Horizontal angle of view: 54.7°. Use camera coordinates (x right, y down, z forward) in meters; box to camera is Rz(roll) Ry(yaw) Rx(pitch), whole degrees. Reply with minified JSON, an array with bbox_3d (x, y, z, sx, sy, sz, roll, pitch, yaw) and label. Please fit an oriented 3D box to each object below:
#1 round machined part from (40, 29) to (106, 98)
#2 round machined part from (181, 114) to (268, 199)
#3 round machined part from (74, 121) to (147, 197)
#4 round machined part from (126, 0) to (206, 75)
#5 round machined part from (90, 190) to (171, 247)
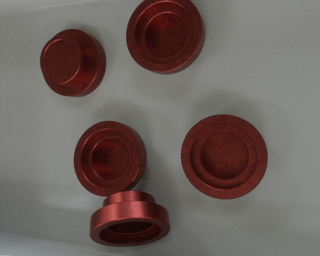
[{"bbox_3d":[-0.131,-0.094,0.446,0.098,0.042,0.097,0,90,19],"label":"round machined part"},{"bbox_3d":[0.078,0.033,0.374,0.098,0.042,0.097,0,90,19],"label":"round machined part"},{"bbox_3d":[-0.062,0.042,0.417,0.098,0.042,0.097,-3,80,20],"label":"round machined part"},{"bbox_3d":[0.010,-0.117,0.397,0.098,0.042,0.097,0,90,19],"label":"round machined part"},{"bbox_3d":[-0.038,0.114,0.394,0.098,0.098,0.042,-23,49,18],"label":"round machined part"}]
